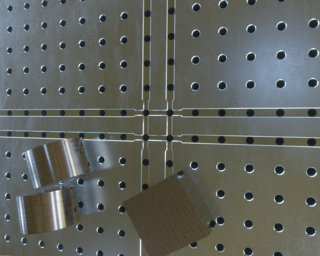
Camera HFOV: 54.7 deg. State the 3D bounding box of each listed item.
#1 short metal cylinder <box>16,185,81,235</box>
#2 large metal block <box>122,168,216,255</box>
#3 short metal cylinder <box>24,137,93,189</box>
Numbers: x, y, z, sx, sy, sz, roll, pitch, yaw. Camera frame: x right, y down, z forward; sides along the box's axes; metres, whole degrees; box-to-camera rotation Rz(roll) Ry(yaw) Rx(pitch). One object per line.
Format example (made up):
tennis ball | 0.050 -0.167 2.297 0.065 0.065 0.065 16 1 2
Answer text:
short metal cylinder | -0.157 0.113 0.439 0.080 0.080 0.050 -10 87 19
large metal block | 0.013 0.108 0.395 0.080 0.050 0.080 -31 80 17
short metal cylinder | -0.140 0.049 0.433 0.080 0.080 0.050 -20 84 19
